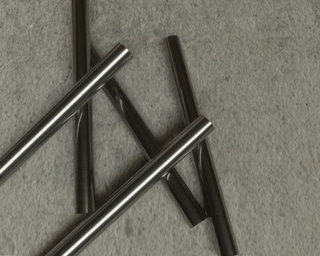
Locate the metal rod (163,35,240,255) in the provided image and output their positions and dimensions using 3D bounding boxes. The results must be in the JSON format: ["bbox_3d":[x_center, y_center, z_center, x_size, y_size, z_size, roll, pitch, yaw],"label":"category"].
[{"bbox_3d":[0.048,0.009,0.405,0.025,0.025,0.299,-11,70,-4],"label":"metal rod"}]

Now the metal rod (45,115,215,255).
[{"bbox_3d":[-0.054,0.093,0.355,0.301,0.025,0.025,-42,76,-7],"label":"metal rod"}]

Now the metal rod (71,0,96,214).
[{"bbox_3d":[-0.102,-0.043,0.405,0.025,0.025,0.299,-4,77,-2],"label":"metal rod"}]

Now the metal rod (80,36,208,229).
[{"bbox_3d":[-0.033,-0.007,0.410,0.025,0.025,0.299,-31,73,-11],"label":"metal rod"}]

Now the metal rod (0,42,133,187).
[{"bbox_3d":[-0.148,0.010,0.372,0.300,0.025,0.025,-45,76,-3],"label":"metal rod"}]
